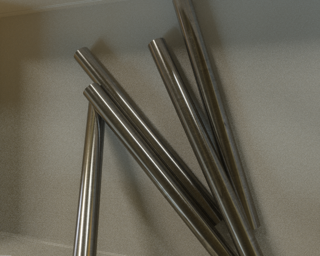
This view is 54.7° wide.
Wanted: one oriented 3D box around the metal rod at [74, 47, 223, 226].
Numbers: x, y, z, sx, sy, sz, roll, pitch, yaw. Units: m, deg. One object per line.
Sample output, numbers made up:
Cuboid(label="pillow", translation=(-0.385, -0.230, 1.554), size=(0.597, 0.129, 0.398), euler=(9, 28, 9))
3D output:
Cuboid(label="metal rod", translation=(-0.021, 0.004, 0.417), size=(0.025, 0.025, 0.300), euler=(-43, 77, 15))

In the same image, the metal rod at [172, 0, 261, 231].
Cuboid(label="metal rod", translation=(0.068, -0.024, 0.386), size=(0.025, 0.025, 0.299), euler=(-18, 84, 19))

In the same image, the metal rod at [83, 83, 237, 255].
Cuboid(label="metal rod", translation=(0.000, 0.059, 0.386), size=(0.025, 0.025, 0.300), euler=(-43, 77, 15))

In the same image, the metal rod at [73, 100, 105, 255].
Cuboid(label="metal rod", translation=(-0.084, 0.089, 0.366), size=(0.025, 0.025, 0.299), euler=(-15, 56, 19))

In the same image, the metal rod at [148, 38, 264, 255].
Cuboid(label="metal rod", translation=(0.051, 0.021, 0.376), size=(0.025, 0.025, 0.299), euler=(-27, 75, 18))
